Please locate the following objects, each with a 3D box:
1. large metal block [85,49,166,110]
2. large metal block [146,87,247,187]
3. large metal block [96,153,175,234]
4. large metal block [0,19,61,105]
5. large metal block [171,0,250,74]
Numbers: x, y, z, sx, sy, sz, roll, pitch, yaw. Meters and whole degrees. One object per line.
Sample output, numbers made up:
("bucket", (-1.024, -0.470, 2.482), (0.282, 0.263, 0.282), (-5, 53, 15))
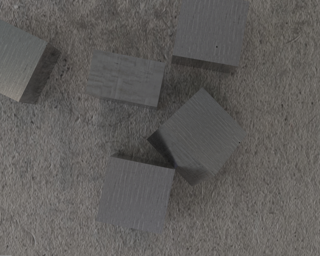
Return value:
("large metal block", (-0.038, -0.055, 0.382), (0.080, 0.080, 0.050), (11, 90, 0))
("large metal block", (0.046, 0.011, 0.380), (0.080, 0.050, 0.080), (46, 57, 0))
("large metal block", (-0.029, 0.081, 0.397), (0.080, 0.050, 0.080), (12, 90, 0))
("large metal block", (-0.188, -0.085, 0.396), (0.080, 0.050, 0.080), (26, 90, 0))
("large metal block", (0.062, -0.120, 0.398), (0.080, 0.050, 0.080), (10, 90, 0))
